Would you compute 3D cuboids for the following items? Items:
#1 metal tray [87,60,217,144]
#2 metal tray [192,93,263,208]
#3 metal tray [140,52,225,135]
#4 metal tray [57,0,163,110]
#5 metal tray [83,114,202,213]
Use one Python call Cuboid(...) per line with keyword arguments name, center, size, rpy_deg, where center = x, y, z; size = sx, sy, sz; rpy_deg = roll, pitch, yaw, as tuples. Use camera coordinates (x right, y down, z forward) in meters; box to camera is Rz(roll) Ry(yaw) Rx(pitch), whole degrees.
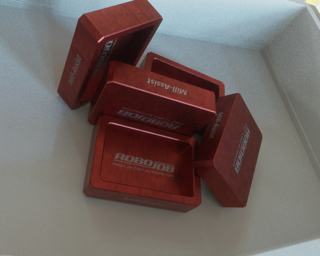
Cuboid(name="metal tray", center=(-0.011, -0.024, 0.370), size=(0.131, 0.090, 0.030), rpy_deg=(15, 56, -21))
Cuboid(name="metal tray", center=(0.095, 0.027, 0.411), size=(0.090, 0.030, 0.130), rpy_deg=(53, 46, -28))
Cuboid(name="metal tray", center=(0.031, -0.047, 0.447), size=(0.131, 0.030, 0.090), rpy_deg=(19, 54, -17))
Cuboid(name="metal tray", center=(-0.060, -0.080, 0.353), size=(0.091, 0.129, 0.030), rpy_deg=(-34, 82, -38))
Cuboid(name="metal tray", center=(-0.016, 0.043, 0.365), size=(0.131, 0.030, 0.090), rpy_deg=(15, 56, -20))
